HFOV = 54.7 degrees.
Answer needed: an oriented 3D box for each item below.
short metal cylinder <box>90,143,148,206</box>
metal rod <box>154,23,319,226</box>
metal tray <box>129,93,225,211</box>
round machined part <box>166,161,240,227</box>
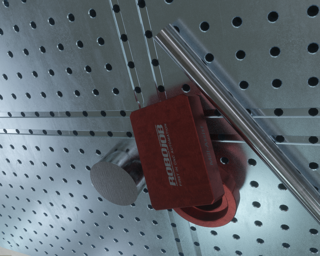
[{"bbox_3d":[-0.057,0.070,0.469,0.080,0.050,0.079,13,124,21],"label":"short metal cylinder"},{"bbox_3d":[0.104,0.003,0.357,0.300,0.025,0.025,47,129,-6],"label":"metal rod"},{"bbox_3d":[0.019,0.031,0.384,0.090,0.030,0.129,-17,85,34],"label":"metal tray"},{"bbox_3d":[0.060,0.084,0.420,0.098,0.042,0.097,13,124,21],"label":"round machined part"}]
